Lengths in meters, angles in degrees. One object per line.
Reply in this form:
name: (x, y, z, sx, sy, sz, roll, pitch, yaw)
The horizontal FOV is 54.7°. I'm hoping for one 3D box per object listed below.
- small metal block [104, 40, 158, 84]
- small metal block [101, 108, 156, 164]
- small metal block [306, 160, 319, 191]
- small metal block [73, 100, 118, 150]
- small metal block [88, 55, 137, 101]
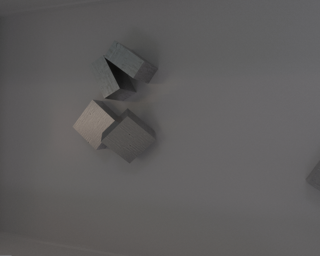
small metal block: (-0.037, -0.086, 0.410, 0.050, 0.050, 0.025, 38, 102, 16)
small metal block: (-0.042, 0.011, 0.412, 0.050, 0.025, 0.050, -43, 113, 15)
small metal block: (0.199, 0.053, 0.340, 0.050, 0.025, 0.050, 34, 101, 16)
small metal block: (-0.087, -0.005, 0.441, 0.050, 0.025, 0.050, 42, 103, 15)
small metal block: (-0.063, -0.066, 0.419, 0.025, 0.050, 0.050, -30, 80, 18)
